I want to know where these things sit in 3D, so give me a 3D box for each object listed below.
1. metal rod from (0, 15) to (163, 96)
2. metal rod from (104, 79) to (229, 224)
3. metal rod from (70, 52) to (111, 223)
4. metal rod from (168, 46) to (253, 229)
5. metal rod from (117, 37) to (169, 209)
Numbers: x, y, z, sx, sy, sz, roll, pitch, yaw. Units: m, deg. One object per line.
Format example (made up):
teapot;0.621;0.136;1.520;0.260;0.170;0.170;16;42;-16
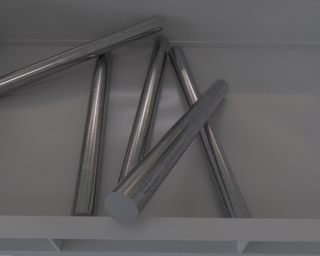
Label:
metal rod;-0.135;-0.105;0.466;0.302;0.025;0.025;-25;54;-10
metal rod;0.032;-0.004;0.331;0.025;0.025;0.301;19;29;16
metal rod;-0.087;-0.020;0.421;0.025;0.025;0.300;-2;50;-1
metal rod;0.055;-0.013;0.415;0.025;0.025;0.300;-9;51;-7
metal rod;-0.018;-0.031;0.430;0.025;0.025;0.300;6;50;5
